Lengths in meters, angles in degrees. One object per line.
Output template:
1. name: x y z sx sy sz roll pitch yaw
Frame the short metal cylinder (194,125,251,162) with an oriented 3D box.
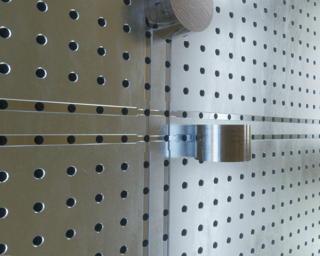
1. short metal cylinder: 0.090 0.020 0.449 0.081 0.080 0.050 0 91 -40

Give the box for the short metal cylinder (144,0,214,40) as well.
1. short metal cylinder: 0.026 -0.163 0.414 0.081 0.050 0.079 0 90 -40
